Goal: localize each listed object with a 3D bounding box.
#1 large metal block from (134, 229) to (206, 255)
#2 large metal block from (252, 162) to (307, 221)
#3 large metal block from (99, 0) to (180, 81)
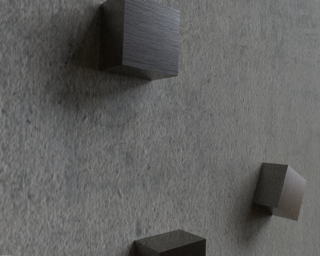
[{"bbox_3d":[0.013,0.185,0.402,0.081,0.050,0.079,3,88,-40],"label":"large metal block"},{"bbox_3d":[0.226,0.119,0.582,0.080,0.050,0.080,34,69,-35],"label":"large metal block"},{"bbox_3d":[-0.023,-0.105,0.370,0.081,0.050,0.080,3,88,-40],"label":"large metal block"}]
